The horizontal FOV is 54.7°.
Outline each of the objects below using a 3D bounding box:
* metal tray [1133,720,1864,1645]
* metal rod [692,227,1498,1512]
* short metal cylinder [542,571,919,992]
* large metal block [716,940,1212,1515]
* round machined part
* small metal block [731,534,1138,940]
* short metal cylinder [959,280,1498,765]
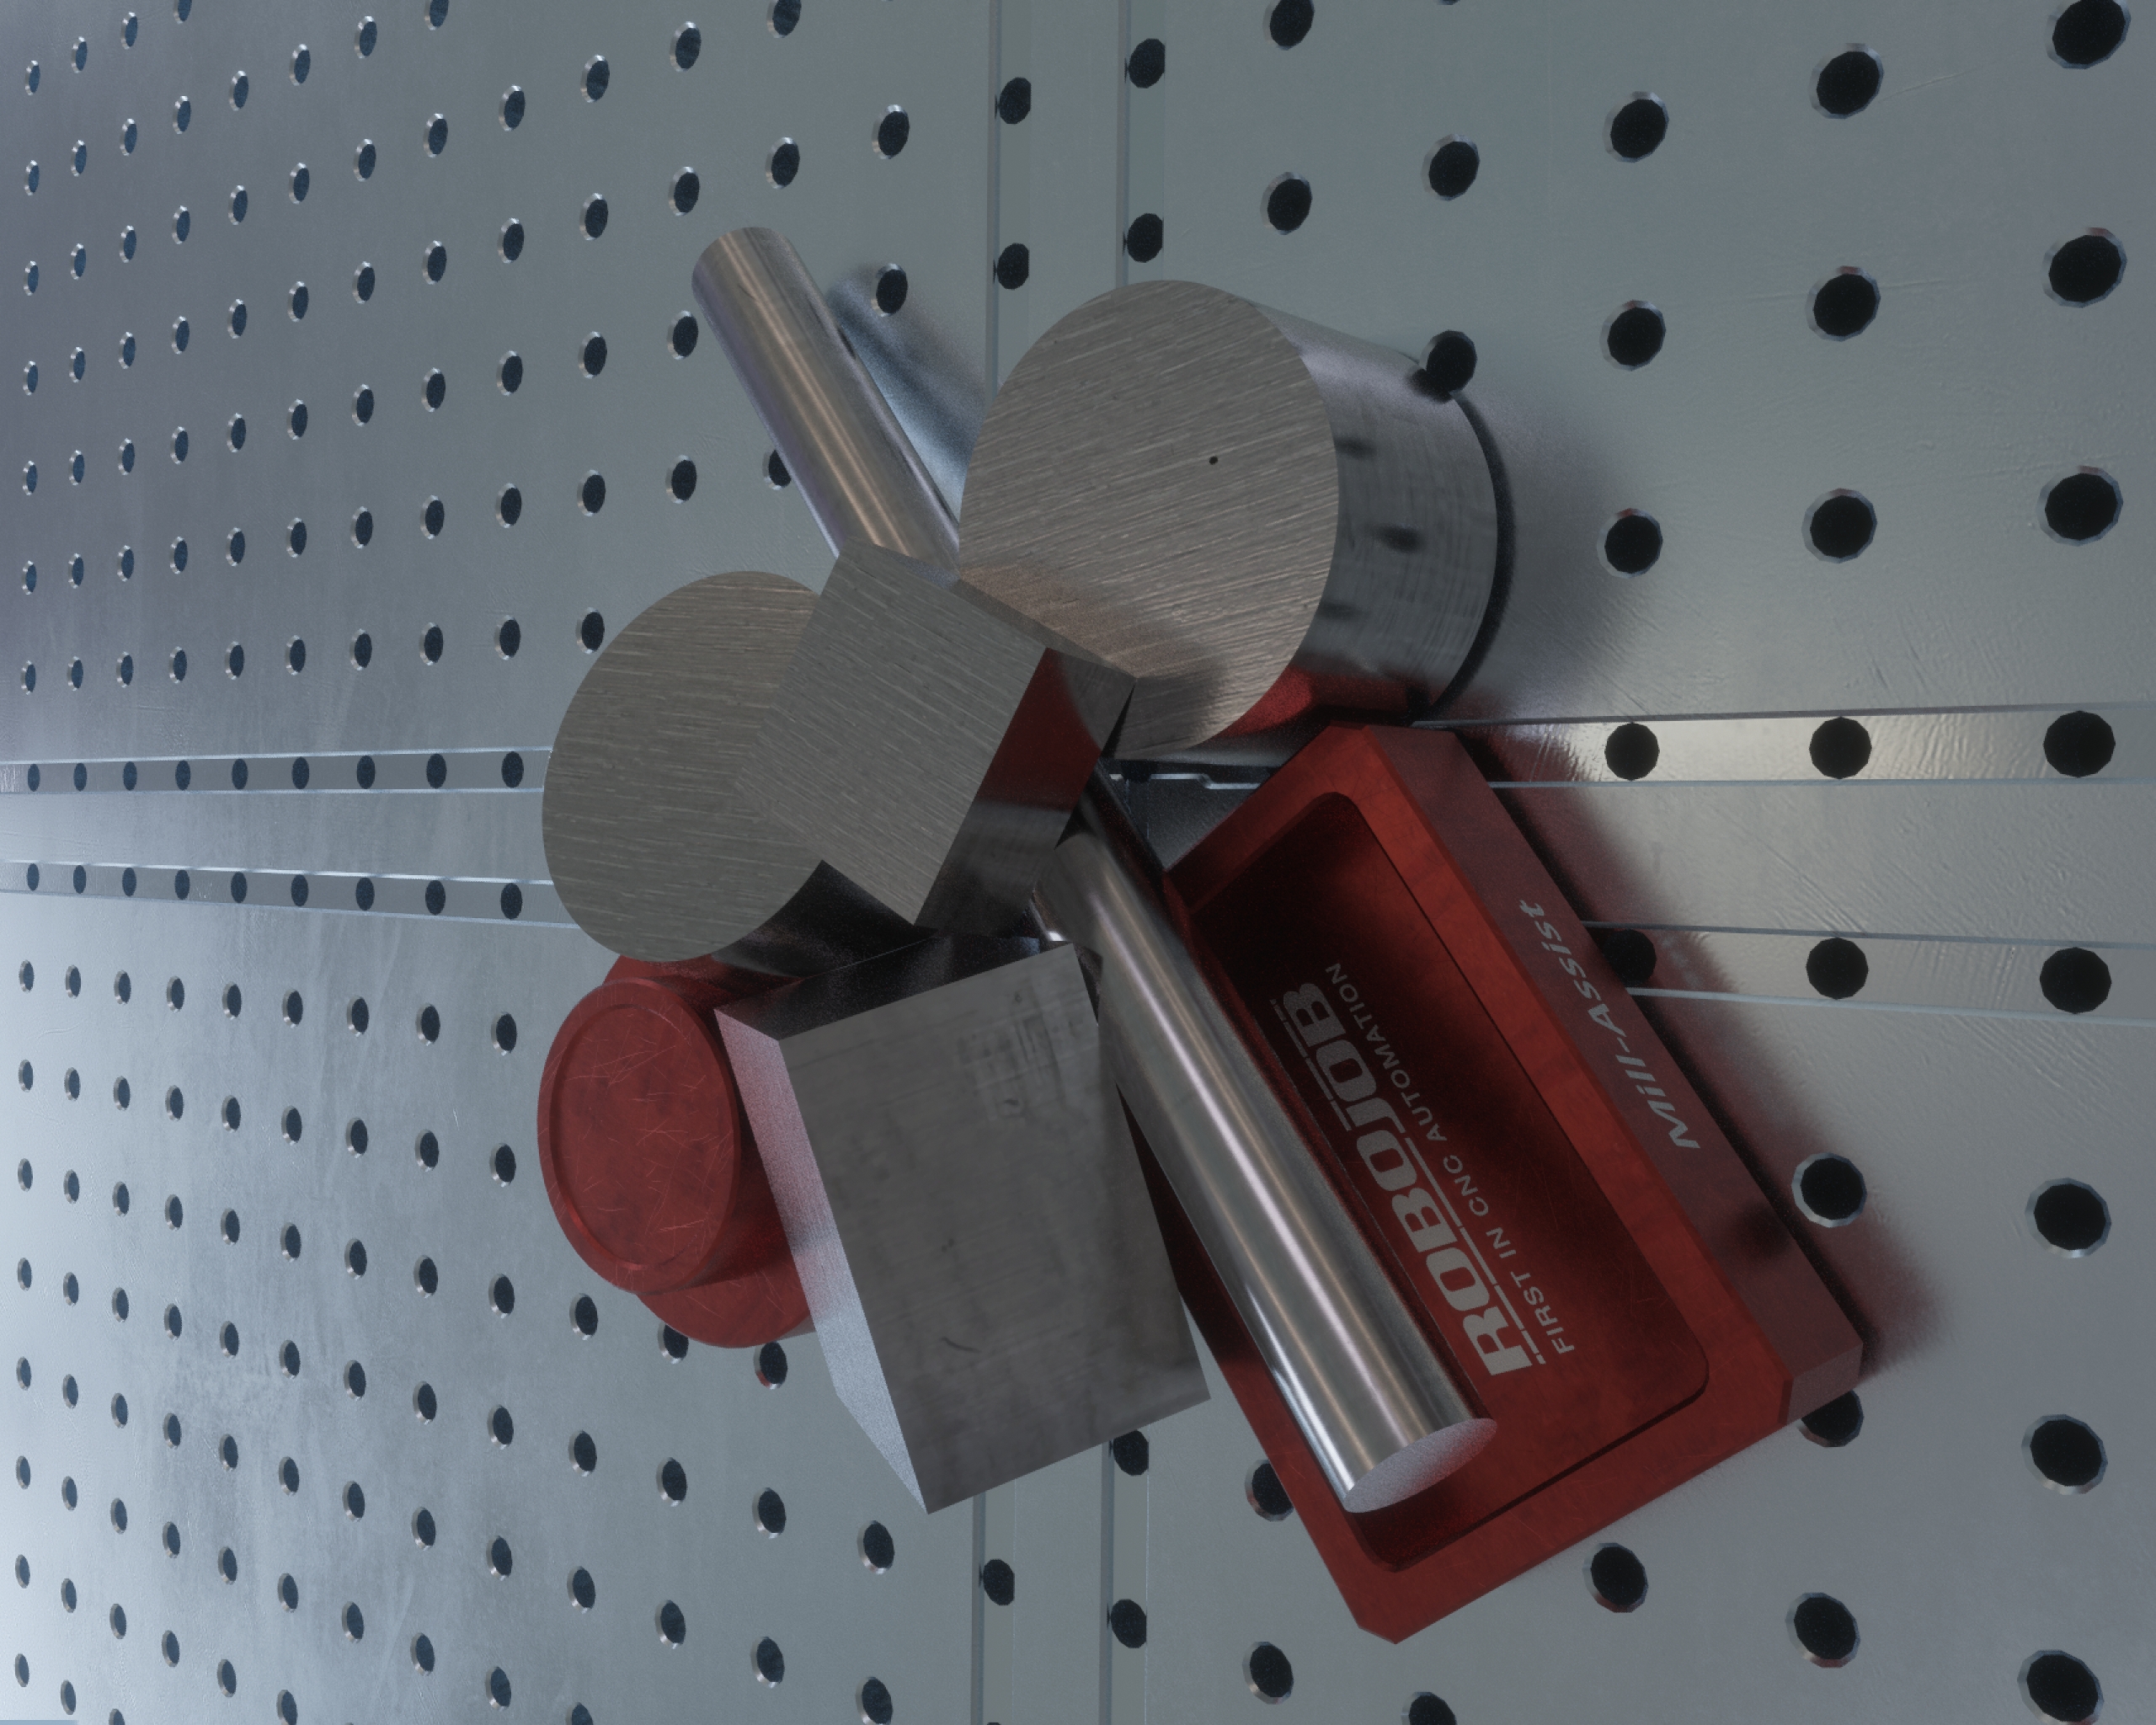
[{"bbox_3d":[0.056,0.052,0.355,0.090,0.030,0.130,-44,64,31],"label":"metal tray"},{"bbox_3d":[-0.012,-0.022,0.382,0.025,0.025,0.299,-50,51,28],"label":"metal rod"},{"bbox_3d":[-0.061,-0.013,0.424,0.080,0.050,0.080,-10,69,28],"label":"short metal cylinder"},{"bbox_3d":[-0.024,0.059,0.374,0.080,0.050,0.080,179,74,-73],"label":"large metal block"},{"bbox_3d":[-0.082,0.058,0.460,0.098,0.042,0.097,0,90,40],"label":"round machined part"},{"bbox_3d":[-0.025,-0.021,0.356,0.050,0.025,0.050,33,102,35],"label":"small metal block"},{"bbox_3d":[0.026,-0.057,0.367,0.080,0.050,0.079,0,90,40],"label":"short metal cylinder"}]
